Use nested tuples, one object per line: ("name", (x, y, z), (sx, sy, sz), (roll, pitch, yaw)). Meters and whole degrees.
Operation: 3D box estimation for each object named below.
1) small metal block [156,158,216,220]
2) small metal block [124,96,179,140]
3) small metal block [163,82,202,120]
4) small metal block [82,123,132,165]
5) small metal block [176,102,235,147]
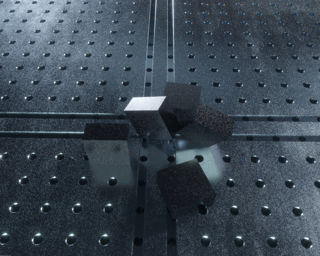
("small metal block", (0.028, 0.068, 0.351), (0.050, 0.025, 0.050), (-16, 52, -13))
("small metal block", (-0.009, -0.012, 0.391), (0.050, 0.050, 0.025), (1, 46, 33))
("small metal block", (0.030, -0.037, 0.439), (0.050, 0.025, 0.050), (9, 51, 7))
("small metal block", (-0.062, 0.020, 0.375), (0.050, 0.050, 0.025), (1, 50, 0))
("small metal block", (0.055, -0.003, 0.380), (0.050, 0.050, 0.025), (22, 66, -15))
